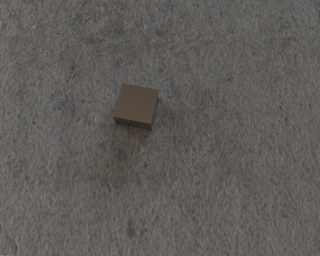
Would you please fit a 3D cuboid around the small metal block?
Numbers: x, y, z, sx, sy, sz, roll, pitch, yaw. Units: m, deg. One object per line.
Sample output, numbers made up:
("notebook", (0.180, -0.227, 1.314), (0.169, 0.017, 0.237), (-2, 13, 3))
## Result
("small metal block", (-0.031, -0.029, 0.419), (0.050, 0.025, 0.050), (11, 70, 4))
